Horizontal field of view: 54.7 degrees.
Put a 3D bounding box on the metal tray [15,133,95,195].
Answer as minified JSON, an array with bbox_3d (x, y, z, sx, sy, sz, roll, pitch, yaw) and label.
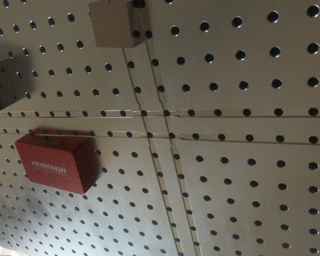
[{"bbox_3d":[-0.185,0.062,0.544,0.130,0.030,0.089,7,122,24],"label":"metal tray"}]

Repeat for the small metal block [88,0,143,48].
[{"bbox_3d":[-0.051,-0.122,0.363,0.050,0.025,0.050,8,122,23],"label":"small metal block"}]

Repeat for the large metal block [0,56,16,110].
[{"bbox_3d":[-0.290,-0.077,0.500,0.080,0.050,0.079,19,126,17],"label":"large metal block"}]
